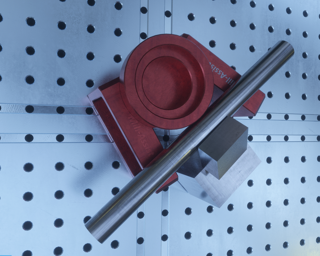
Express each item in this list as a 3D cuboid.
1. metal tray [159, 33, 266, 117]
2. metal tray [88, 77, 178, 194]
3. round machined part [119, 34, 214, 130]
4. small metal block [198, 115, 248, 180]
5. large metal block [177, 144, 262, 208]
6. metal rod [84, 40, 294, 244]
[{"bbox_3d":[0.058,-0.061,0.400,0.130,0.090,0.030,33,80,-18],"label":"metal tray"},{"bbox_3d":[-0.035,0.008,0.366,0.030,0.090,0.129,-31,101,-18],"label":"metal tray"},{"bbox_3d":[0.005,-0.047,0.333,0.099,0.042,0.097,0,90,-21],"label":"round machined part"},{"bbox_3d":[0.070,0.023,0.339,0.025,0.050,0.050,37,73,29],"label":"small metal block"},{"bbox_3d":[0.069,0.049,0.407,0.080,0.080,0.050,-43,104,-15],"label":"large metal block"},{"bbox_3d":[0.044,0.003,0.334,0.301,0.025,0.025,-42,104,-15],"label":"metal rod"}]
